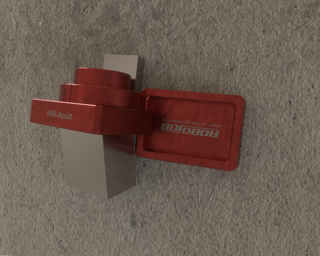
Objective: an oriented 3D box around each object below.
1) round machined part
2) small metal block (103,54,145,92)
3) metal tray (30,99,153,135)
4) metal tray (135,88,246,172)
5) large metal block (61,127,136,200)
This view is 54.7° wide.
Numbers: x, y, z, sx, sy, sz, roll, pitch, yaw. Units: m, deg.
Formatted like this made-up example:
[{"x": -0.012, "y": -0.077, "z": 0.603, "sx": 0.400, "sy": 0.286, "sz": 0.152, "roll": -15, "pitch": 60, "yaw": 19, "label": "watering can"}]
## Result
[{"x": -0.072, "y": -0.048, "z": 0.384, "sx": 0.098, "sy": 0.098, "sz": 0.042, "roll": 7, "pitch": 92, "yaw": 19, "label": "round machined part"}, {"x": -0.051, "y": -0.074, "z": 0.428, "sx": 0.050, "sy": 0.025, "sz": 0.050, "roll": 7, "pitch": 92, "yaw": 19, "label": "small metal block"}, {"x": -0.086, "y": -0.014, "z": 0.387, "sx": 0.130, "sy": 0.091, "sz": 0.030, "roll": 8, "pitch": 94, "yaw": 38, "label": "metal tray"}, {"x": 0.037, "y": 0.000, "z": 0.394, "sx": 0.130, "sy": 0.030, "sz": 0.089, "roll": 7, "pitch": 92, "yaw": 19, "label": "metal tray"}, {"x": -0.080, "y": 0.038, "z": 0.404, "sx": 0.080, "sy": 0.050, "sz": 0.079, "roll": 7, "pitch": 106, "yaw": 37, "label": "large metal block"}]
